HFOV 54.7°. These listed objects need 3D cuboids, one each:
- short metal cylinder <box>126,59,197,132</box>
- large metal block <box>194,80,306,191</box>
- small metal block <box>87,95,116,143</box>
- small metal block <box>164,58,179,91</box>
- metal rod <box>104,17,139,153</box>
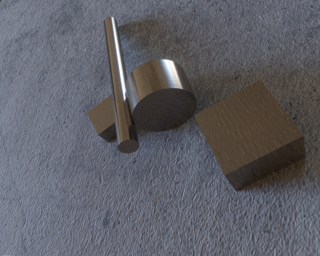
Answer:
[{"bbox_3d":[0.001,-0.039,0.391,0.080,0.080,0.050,-25,53,12],"label":"short metal cylinder"},{"bbox_3d":[0.095,0.008,0.332,0.080,0.050,0.080,-29,52,9],"label":"large metal block"},{"bbox_3d":[-0.071,-0.016,0.449,0.050,0.025,0.050,-37,51,3],"label":"small metal block"},{"bbox_3d":[-0.003,-0.063,0.427,0.050,0.050,0.025,-20,54,16],"label":"small metal block"},{"bbox_3d":[-0.064,-0.085,0.466,0.025,0.025,0.300,-25,46,12],"label":"metal rod"}]
